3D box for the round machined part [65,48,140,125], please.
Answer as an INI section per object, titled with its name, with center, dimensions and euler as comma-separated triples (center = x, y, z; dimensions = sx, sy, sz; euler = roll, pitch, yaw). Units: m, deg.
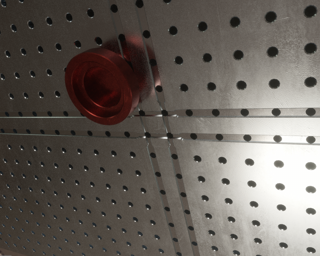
[round machined part]
center = -0.070, -0.056, 0.401
dimensions = 0.098, 0.042, 0.097
euler = 13, 124, 20
